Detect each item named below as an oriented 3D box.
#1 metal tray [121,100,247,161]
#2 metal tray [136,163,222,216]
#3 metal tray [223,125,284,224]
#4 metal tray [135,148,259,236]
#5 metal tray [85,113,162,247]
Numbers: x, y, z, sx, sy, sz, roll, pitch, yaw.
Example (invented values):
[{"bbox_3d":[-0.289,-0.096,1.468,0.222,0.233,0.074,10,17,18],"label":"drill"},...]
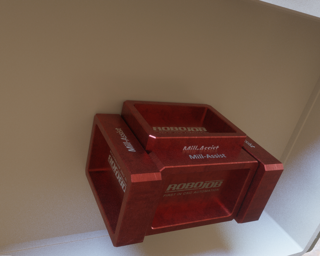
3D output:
[{"bbox_3d":[0.027,0.001,0.378,0.131,0.090,0.030,0,119,-28],"label":"metal tray"},{"bbox_3d":[0.006,0.079,0.415,0.131,0.090,0.030,0,118,-29],"label":"metal tray"},{"bbox_3d":[0.096,0.052,0.422,0.030,0.130,0.089,1,119,-29],"label":"metal tray"},{"bbox_3d":[0.041,0.070,0.352,0.131,0.030,0.089,1,118,-29],"label":"metal tray"},{"bbox_3d":[-0.048,0.051,0.344,0.030,0.130,0.089,0,119,-29],"label":"metal tray"}]
